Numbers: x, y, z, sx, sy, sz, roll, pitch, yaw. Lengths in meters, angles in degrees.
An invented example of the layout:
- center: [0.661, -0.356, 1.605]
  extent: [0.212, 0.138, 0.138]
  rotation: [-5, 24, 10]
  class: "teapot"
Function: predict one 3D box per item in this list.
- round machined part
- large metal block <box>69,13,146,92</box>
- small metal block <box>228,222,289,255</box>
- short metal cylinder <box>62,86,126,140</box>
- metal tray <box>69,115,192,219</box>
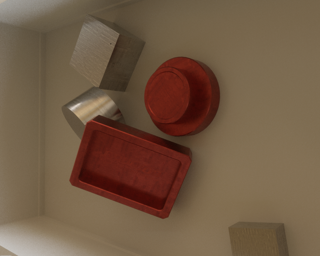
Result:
- center: [0.019, -0.038, 0.378]
  extent: [0.098, 0.042, 0.097]
  rotation: [0, 90, 39]
  class: "round machined part"
- center: [-0.079, -0.109, 0.453]
  extent: [0.080, 0.050, 0.079]
  rotation: [39, 114, 32]
  class: "large metal block"
- center: [0.103, 0.126, 0.321]
  extent: [0.050, 0.025, 0.050]
  rotation: [-12, 82, 39]
  class: "small metal block"
- center: [-0.093, -0.012, 0.439]
  extent: [0.080, 0.050, 0.080]
  rotation: [39, 154, 24]
  class: "short metal cylinder"
- center: [-0.036, 0.048, 0.385]
  extent: [0.131, 0.030, 0.089]
  rotation: [20, 106, 0]
  class: "metal tray"
